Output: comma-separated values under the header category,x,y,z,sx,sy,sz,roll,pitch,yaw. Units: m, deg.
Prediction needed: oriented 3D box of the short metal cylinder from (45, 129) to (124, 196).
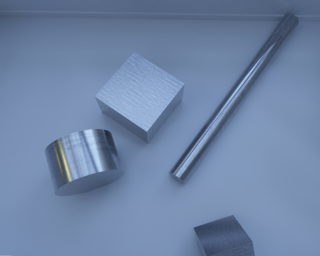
category,x,y,z,sx,sy,sz,roll,pitch,yaw
short metal cylinder,-0.088,0.042,0.364,0.081,0.080,0.050,-19,71,-7

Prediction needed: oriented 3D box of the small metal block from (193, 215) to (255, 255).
category,x,y,z,sx,sy,sz,roll,pitch,yaw
small metal block,0.071,0.129,0.348,0.050,0.050,0.025,-16,109,-6

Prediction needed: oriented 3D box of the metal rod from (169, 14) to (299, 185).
category,x,y,z,sx,sy,sz,roll,pitch,yaw
metal rod,0.110,-0.050,0.429,0.025,0.025,0.300,35,73,11

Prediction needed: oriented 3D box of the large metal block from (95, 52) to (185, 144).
category,x,y,z,sx,sy,sz,roll,pitch,yaw
large metal block,-0.025,-0.039,0.410,0.080,0.050,0.080,34,73,11
